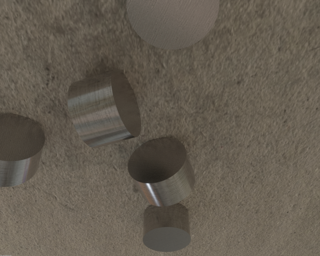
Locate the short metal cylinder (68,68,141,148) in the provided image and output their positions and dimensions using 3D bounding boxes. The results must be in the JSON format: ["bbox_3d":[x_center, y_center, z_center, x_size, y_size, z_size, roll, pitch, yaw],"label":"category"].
[{"bbox_3d":[-0.060,-0.022,0.352,0.050,0.080,0.080,-16,129,12],"label":"short metal cylinder"}]

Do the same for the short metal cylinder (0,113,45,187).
[{"bbox_3d":[-0.192,0.027,0.391,0.081,0.080,0.050,18,128,-15],"label":"short metal cylinder"}]

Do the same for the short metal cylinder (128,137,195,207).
[{"bbox_3d":[0.003,0.058,0.421,0.080,0.080,0.050,-13,129,10],"label":"short metal cylinder"}]

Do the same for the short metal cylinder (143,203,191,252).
[{"bbox_3d":[0.011,0.172,0.537,0.081,0.050,0.079,0,130,0],"label":"short metal cylinder"}]

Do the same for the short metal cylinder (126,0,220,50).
[{"bbox_3d":[0.011,-0.121,0.288,0.081,0.050,0.079,0,130,0],"label":"short metal cylinder"}]
